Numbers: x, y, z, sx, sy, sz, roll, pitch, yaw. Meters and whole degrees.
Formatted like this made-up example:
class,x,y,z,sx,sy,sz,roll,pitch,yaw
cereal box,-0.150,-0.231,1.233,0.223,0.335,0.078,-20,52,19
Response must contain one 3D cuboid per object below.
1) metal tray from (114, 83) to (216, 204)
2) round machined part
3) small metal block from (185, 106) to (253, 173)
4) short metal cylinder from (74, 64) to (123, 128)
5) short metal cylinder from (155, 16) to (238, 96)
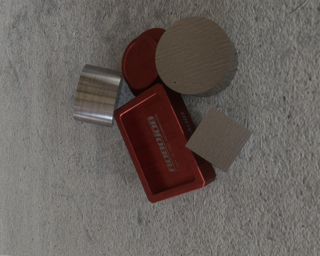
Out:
class,x,y,z,sx,sy,sz,roll,pitch,yaw
metal tray,0.003,0.020,0.386,0.090,0.030,0.129,-28,82,36
round machined part,-0.012,-0.082,0.406,0.098,0.042,0.097,0,90,40
small metal block,0.062,0.013,0.332,0.050,0.025,0.050,33,88,6
short metal cylinder,-0.084,-0.044,0.431,0.050,0.080,0.079,12,101,-5
short metal cylinder,0.042,-0.075,0.342,0.080,0.050,0.079,1,92,22
